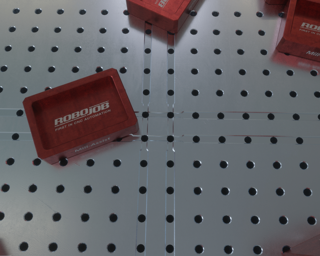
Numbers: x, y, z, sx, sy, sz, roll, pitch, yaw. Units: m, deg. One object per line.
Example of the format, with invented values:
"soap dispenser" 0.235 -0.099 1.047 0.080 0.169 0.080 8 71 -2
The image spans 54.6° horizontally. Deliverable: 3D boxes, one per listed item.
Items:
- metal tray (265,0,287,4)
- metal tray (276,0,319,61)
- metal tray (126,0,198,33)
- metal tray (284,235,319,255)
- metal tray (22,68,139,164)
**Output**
"metal tray" 0.235 -0.245 0.499 0.131 0.030 0.090 1 70 0
"metal tray" 0.250 -0.144 0.463 0.130 0.030 0.090 16 71 5
"metal tray" 0.017 -0.222 0.490 0.090 0.030 0.130 28 72 9
"metal tray" 0.194 0.124 0.312 0.090 0.130 0.030 -22 72 -8
"metal tray" -0.104 -0.017 0.414 0.131 0.030 0.090 -21 71 -8
